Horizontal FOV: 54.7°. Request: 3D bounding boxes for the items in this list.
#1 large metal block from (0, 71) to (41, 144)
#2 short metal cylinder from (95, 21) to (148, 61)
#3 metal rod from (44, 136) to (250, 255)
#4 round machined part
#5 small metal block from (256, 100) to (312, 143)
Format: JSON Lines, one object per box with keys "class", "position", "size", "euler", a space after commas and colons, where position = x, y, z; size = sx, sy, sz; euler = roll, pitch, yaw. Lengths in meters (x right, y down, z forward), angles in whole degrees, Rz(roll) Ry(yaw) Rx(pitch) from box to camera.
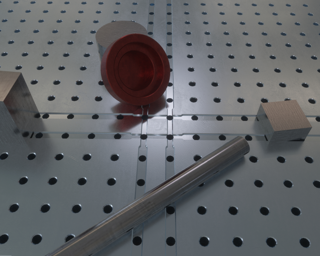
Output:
{"class": "large metal block", "position": [-0.211, -0.027, 0.393], "size": [0.080, 0.080, 0.050], "euler": [5, 50, 4]}
{"class": "short metal cylinder", "position": [-0.059, -0.129, 0.499], "size": [0.081, 0.050, 0.080], "euler": [0, 50, 0]}
{"class": "metal rod", "position": [-0.019, 0.087, 0.333], "size": [0.302, 0.025, 0.025], "euler": [-28, 56, -22]}
{"class": "round machined part", "position": [-0.038, -0.081, 0.441], "size": [0.099, 0.098, 0.042], "euler": [-33, 19, -25]}
{"class": "small metal block", "position": [0.165, -0.010, 0.417], "size": [0.050, 0.025, 0.050], "euler": [-6, 50, -5]}
